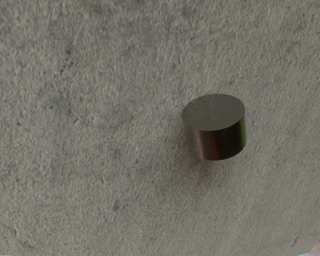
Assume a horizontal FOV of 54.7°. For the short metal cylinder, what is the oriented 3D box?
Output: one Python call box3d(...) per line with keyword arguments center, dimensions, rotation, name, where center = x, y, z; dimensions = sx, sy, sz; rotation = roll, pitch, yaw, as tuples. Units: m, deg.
box3d(center=(0.073, -0.003, 0.411), dimensions=(0.081, 0.080, 0.050), rotation=(-25, 128, -13), name="short metal cylinder")
